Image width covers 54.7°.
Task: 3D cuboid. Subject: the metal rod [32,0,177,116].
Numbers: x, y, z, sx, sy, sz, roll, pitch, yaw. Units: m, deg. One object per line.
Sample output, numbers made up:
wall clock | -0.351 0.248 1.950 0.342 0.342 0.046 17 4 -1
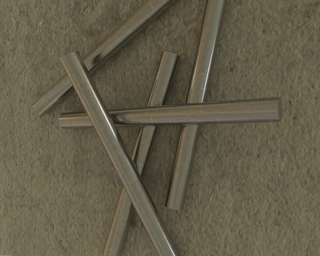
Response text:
metal rod | -0.069 -0.115 0.431 0.300 0.025 0.025 -37 79 16

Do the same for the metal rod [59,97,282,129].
metal rod | -0.011 -0.014 0.381 0.300 0.025 0.025 -2 90 31

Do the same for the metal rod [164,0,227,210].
metal rod | 0.047 -0.044 0.391 0.025 0.025 0.298 13 94 19

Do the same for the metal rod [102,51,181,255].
metal rod | -0.028 0.046 0.417 0.025 0.025 0.298 19 96 18

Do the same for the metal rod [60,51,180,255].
metal rod | -0.046 0.045 0.392 0.025 0.025 0.299 -25 94 18
